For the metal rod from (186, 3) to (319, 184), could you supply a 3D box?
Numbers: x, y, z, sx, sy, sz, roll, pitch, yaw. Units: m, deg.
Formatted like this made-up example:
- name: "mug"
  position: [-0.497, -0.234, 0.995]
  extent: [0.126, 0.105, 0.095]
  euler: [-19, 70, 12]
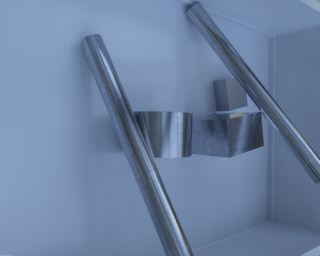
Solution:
- name: "metal rod"
  position: [0.136, -0.052, 0.437]
  extent: [0.025, 0.025, 0.299]
  euler: [-31, 83, -36]

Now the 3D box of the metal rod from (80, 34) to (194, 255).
- name: "metal rod"
  position: [-0.018, 0.037, 0.320]
  extent: [0.025, 0.025, 0.299]
  euler: [-15, 77, -39]

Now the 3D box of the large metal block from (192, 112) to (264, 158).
- name: "large metal block"
  position: [0.091, 0.007, 0.450]
  extent: [0.081, 0.080, 0.050]
  euler: [-11, 98, -40]

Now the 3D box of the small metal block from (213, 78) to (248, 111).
- name: "small metal block"
  position: [0.116, -0.056, 0.507]
  extent: [0.050, 0.025, 0.050]
  euler: [-14, 99, -39]

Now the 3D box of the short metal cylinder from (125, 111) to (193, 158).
- name: "short metal cylinder"
  position: [-0.002, 0.007, 0.371]
  extent: [0.081, 0.080, 0.050]
  euler: [2, 89, -40]
